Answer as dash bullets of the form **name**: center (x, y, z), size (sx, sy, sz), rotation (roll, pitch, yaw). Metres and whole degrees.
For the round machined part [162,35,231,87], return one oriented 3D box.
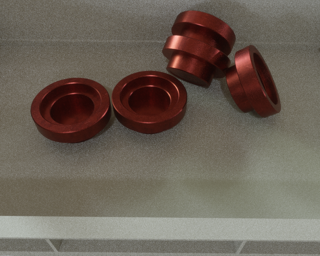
- **round machined part**: center (0.048, -0.091, 0.448), size (0.098, 0.098, 0.042), rotation (22, 90, 17)

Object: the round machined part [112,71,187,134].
- **round machined part**: center (-0.014, -0.030, 0.419), size (0.099, 0.042, 0.098), rotation (0, 50, 0)

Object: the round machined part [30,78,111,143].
- **round machined part**: center (-0.113, -0.018, 0.408), size (0.099, 0.042, 0.098), rotation (0, 50, 0)

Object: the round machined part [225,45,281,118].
- **round machined part**: center (0.124, -0.059, 0.422), size (0.042, 0.098, 0.098), rotation (-23, 42, 31)

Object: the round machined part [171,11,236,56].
- **round machined part**: center (0.063, -0.133, 0.478), size (0.098, 0.098, 0.042), rotation (21, 81, 16)
